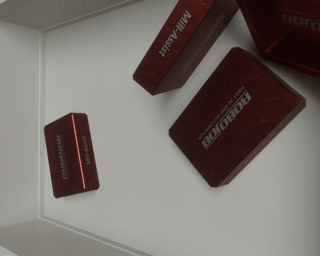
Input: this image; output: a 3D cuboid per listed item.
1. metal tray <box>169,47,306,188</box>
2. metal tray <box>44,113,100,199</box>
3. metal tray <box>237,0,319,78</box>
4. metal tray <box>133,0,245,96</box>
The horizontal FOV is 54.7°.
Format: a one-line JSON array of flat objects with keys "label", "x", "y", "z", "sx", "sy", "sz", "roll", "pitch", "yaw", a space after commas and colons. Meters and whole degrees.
[{"label": "metal tray", "x": 0.077, "y": -0.010, "z": 0.339, "sx": 0.090, "sy": 0.030, "sz": 0.129, "roll": 51, "pitch": 120, "yaw": 27}, {"label": "metal tray", "x": -0.153, "y": 0.048, "z": 0.526, "sx": 0.090, "sy": 0.030, "sz": 0.129, "roll": -20, "pitch": 78, "yaw": 38}, {"label": "metal tray", "x": 0.121, "y": -0.080, "z": 0.239, "sx": 0.030, "sy": 0.090, "sz": 0.130, "roll": -44, "pitch": 39, "yaw": -3}, {"label": "metal tray", "x": 0.033, "y": -0.098, "z": 0.332, "sx": 0.030, "sy": 0.090, "sz": 0.129, "roll": 42, "pitch": 116, "yaw": 11}]
